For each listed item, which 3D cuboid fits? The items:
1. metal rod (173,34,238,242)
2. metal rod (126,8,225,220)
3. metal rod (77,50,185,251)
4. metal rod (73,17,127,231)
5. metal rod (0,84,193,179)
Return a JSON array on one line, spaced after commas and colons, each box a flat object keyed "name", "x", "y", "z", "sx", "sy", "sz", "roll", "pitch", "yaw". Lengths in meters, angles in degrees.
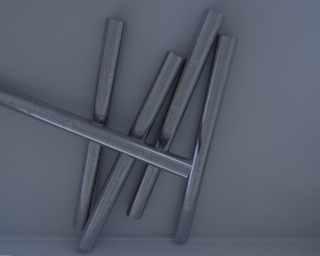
[{"name": "metal rod", "x": 0.057, "y": 0.027, "z": 0.422, "sx": 0.025, "sy": 0.025, "sz": 0.298, "roll": 9, "pitch": 110, "yaw": -4}, {"name": "metal rod", "x": 0.013, "y": -0.004, "z": 0.410, "sx": 0.025, "sy": 0.025, "sz": 0.298, "roll": 19, "pitch": 109, "yaw": -7}, {"name": "metal rod", "x": -0.044, "y": 0.040, "z": 0.414, "sx": 0.025, "sy": 0.025, "sz": 0.298, "roll": 24, "pitch": 104, "yaw": -9}, {"name": "metal rod", "x": -0.084, "y": 0.009, "z": 0.413, "sx": 0.025, "sy": 0.025, "sz": 0.298, "roll": 12, "pitch": 110, "yaw": -5}, {"name": "metal rod", "x": -0.104, "y": -0.004, "z": 0.384, "sx": 0.301, "sy": 0.025, "sz": 0.025, "roll": 22, "pitch": 109, "yaw": 1}]
